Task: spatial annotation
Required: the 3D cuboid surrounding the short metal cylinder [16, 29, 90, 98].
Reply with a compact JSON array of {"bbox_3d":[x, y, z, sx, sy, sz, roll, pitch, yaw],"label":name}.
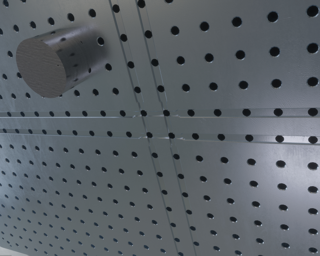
[{"bbox_3d":[-0.143,-0.087,0.416,0.080,0.050,0.079,13,124,21],"label":"short metal cylinder"}]
